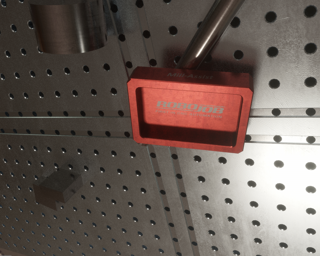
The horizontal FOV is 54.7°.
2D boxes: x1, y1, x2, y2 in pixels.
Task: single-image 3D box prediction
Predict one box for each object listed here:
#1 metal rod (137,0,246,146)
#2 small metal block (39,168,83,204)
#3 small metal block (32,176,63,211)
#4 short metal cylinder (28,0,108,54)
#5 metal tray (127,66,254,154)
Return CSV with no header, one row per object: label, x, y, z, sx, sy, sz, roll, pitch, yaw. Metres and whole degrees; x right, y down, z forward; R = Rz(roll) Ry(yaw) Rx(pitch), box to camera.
metal rod,0.040,-0.081,0.338,0.025,0.025,0.298,36,129,3
small metal block,-0.173,0.101,0.546,0.050,0.050,0.025,12,124,21
small metal block,-0.214,0.126,0.599,0.050,0.025,0.050,17,125,17
short metal cylinder,-0.102,-0.121,0.353,0.080,0.080,0.050,12,123,21
metal tray,0.033,-0.020,0.352,0.131,0.030,0.089,6,129,10
